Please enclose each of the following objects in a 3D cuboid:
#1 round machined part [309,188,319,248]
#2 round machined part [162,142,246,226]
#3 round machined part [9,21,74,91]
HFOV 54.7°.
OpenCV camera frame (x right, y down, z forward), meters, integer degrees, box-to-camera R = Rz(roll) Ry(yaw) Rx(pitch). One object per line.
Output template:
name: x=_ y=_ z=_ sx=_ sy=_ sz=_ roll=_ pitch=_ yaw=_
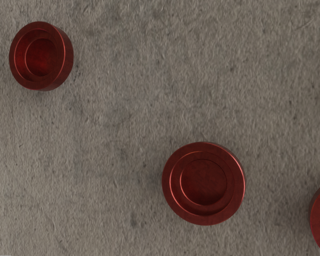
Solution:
round machined part: x=0.210 y=0.096 z=0.326 sx=0.098 sy=0.042 sz=0.097 roll=0 pitch=90 yaw=19
round machined part: x=0.055 y=0.065 z=0.380 sx=0.098 sy=0.042 sz=0.097 roll=0 pitch=90 yaw=19
round machined part: x=-0.169 y=-0.102 z=0.458 sx=0.098 sy=0.042 sz=0.097 roll=0 pitch=90 yaw=19
